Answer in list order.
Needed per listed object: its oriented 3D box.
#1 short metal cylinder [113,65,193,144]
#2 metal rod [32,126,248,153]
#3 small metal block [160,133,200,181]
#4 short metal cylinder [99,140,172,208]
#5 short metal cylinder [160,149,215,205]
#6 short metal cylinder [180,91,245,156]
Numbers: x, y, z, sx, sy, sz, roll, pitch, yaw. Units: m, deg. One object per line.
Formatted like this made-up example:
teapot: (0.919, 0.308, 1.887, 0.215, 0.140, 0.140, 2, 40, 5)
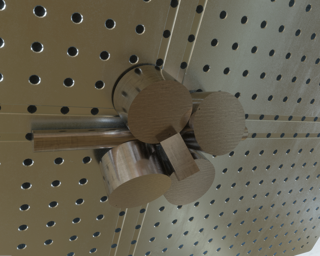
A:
short metal cylinder: (-0.009, -0.028, 0.368, 0.081, 0.050, 0.079, -14, 124, -21)
metal rod: (-0.006, 0.011, 0.410, 0.303, 0.025, 0.025, -2, 119, -28)
small metal block: (0.023, 0.037, 0.380, 0.025, 0.050, 0.050, -27, 170, -4)
short metal cylinder: (-0.032, 0.060, 0.394, 0.081, 0.050, 0.080, -16, 144, -11)
short metal cylinder: (0.032, 0.064, 0.447, 0.081, 0.050, 0.079, -14, 124, -21)
short metal cylinder: (0.063, -0.008, 0.403, 0.081, 0.050, 0.079, -3, 97, -28)
